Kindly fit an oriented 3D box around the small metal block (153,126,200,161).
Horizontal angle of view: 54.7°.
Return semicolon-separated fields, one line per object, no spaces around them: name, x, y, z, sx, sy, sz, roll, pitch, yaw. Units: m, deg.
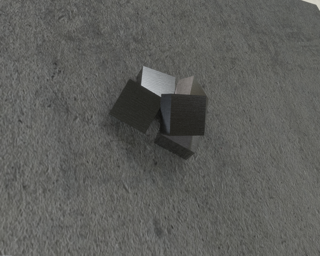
small metal block;0.025;0.008;0.416;0.050;0.025;0.050;29;52;-10

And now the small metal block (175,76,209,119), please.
small metal block;0.044;-0.037;0.439;0.050;0.025;0.050;50;42;-38

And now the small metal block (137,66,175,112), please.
small metal block;-0.007;-0.053;0.436;0.050;0.025;0.050;16;55;-20

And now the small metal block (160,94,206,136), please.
small metal block;0.029;-0.016;0.386;0.050;0.025;0.050;0;94;-29

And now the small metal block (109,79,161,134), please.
small metal block;-0.030;-0.027;0.392;0.050;0.025;0.050;30;88;-11
